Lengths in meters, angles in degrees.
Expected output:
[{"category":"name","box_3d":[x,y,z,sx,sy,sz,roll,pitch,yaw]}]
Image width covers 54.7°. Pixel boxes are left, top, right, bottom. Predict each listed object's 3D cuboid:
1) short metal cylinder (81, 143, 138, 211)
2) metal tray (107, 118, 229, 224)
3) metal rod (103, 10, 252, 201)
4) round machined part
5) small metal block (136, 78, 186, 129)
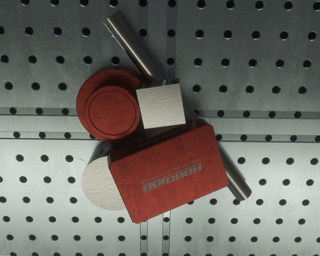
[{"category":"short metal cylinder","box_3d":[-0.060,0.063,0.418,0.081,0.050,0.079,0,110,0]},{"category":"metal tray","box_3d":[0.011,0.053,0.385,0.131,0.030,0.090,-21,110,-6]},{"category":"metal rod","box_3d":[0.032,-0.017,0.403,0.025,0.025,0.300,-35,107,12]},{"category":"round machined part","box_3d":[-0.057,-0.024,0.390,0.099,0.042,0.097,0,110,1]},{"category":"small metal block","box_3d":[0.003,-0.030,0.373,0.050,0.025,0.050,-8,113,8]}]
